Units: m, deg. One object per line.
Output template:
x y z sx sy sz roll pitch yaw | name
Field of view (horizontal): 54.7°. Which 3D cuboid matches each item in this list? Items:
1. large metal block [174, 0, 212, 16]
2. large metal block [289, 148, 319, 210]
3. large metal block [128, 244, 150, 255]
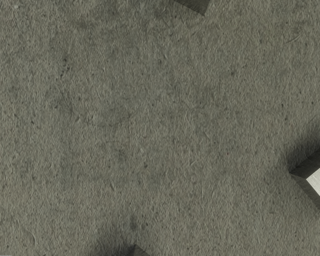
0.042 -0.206 0.397 0.080 0.050 0.080 27 90 0 | large metal block
0.233 0.067 0.399 0.080 0.050 0.080 -39 90 0 | large metal block
-0.039 0.205 0.382 0.050 0.080 0.080 39 90 0 | large metal block
